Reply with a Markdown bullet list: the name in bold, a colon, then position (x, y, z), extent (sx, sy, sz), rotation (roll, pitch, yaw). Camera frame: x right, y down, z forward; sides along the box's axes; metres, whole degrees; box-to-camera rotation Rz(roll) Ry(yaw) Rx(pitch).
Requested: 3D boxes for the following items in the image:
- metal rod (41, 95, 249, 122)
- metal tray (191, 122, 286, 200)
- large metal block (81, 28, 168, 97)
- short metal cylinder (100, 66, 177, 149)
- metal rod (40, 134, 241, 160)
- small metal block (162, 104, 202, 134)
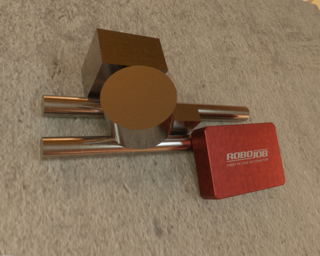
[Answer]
- **metal rod**: position (0.001, -0.024, 0.422), extent (0.303, 0.025, 0.025), rotation (1, 62, -28)
- **metal tray**: position (0.109, 0.041, 0.419), extent (0.131, 0.030, 0.090), rotation (-3, 81, -31)
- **large metal block**: position (-0.048, -0.072, 0.390), extent (0.081, 0.080, 0.050), rotation (1, 62, -28)
- **short metal cylinder**: position (-0.023, -0.023, 0.346), extent (0.081, 0.050, 0.080), rotation (1, 63, -1)
- **metal rod**: position (0.008, 0.021, 0.399), extent (0.303, 0.025, 0.025), rotation (0, 62, -29)
- **small metal block**: position (0.017, -0.008, 0.404), extent (0.050, 0.050, 0.025), rotation (1, 62, -28)
